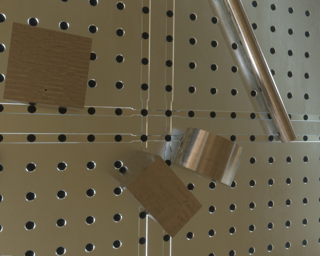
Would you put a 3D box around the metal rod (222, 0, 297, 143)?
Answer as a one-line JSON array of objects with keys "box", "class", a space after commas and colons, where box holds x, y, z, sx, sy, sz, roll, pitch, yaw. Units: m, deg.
[{"box": [0.139, -0.115, 0.463, 0.025, 0.025, 0.299, -29, 100, -18], "class": "metal rod"}]

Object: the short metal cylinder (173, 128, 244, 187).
[{"box": [0.063, 0.038, 0.406, 0.080, 0.080, 0.050, 26, 82, -18], "class": "short metal cylinder"}]

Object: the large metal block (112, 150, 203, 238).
[{"box": [-0.007, 0.077, 0.381, 0.050, 0.080, 0.080, -43, 104, -15], "class": "large metal block"}]

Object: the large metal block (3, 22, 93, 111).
[{"box": [-0.126, -0.065, 0.353, 0.081, 0.050, 0.080, 7, 88, -20], "class": "large metal block"}]
